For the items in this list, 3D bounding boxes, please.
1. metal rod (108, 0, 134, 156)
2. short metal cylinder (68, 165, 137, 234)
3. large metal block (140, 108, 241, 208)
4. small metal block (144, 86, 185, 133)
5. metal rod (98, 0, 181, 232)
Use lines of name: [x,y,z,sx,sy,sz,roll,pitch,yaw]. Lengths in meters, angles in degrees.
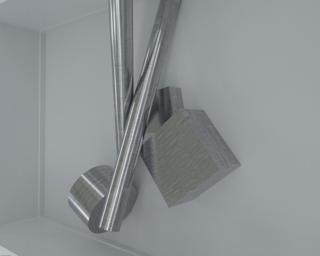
metal rod: [-0.043,-0.068,0.361,0.025,0.025,0.298,33,135,35]
short metal cylinder: [-0.080,0.099,0.434,0.050,0.081,0.079,35,111,34]
large metal block: [0.032,0.034,0.363,0.080,0.050,0.080,-45,64,30]
small metal block: [0.003,-0.022,0.402,0.050,0.025,0.050,-14,81,39]
metal rod: [-0.021,-0.028,0.374,0.025,0.025,0.299,8,80,39]
